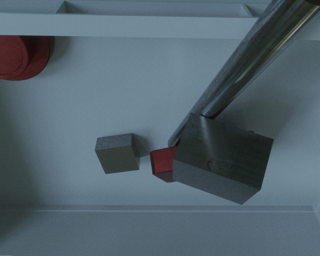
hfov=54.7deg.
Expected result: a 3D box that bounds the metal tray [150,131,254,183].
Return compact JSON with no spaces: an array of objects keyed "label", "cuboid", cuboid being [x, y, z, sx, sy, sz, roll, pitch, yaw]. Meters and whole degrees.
[{"label":"metal tray","cuboid":[0.061,0.042,0.415,0.131,0.030,0.090,-12,161,10]}]

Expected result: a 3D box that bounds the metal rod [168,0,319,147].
[{"label":"metal rod","cuboid":[0.050,-0.024,0.292,0.025,0.025,0.299,9,160,-8]}]

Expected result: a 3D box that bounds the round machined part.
[{"label":"round machined part","cuboid":[-0.164,-0.090,0.319,0.099,0.042,0.097,0,131,0]}]

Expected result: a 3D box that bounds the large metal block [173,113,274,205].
[{"label":"large metal block","cuboid":[0.060,0.035,0.319,0.080,0.050,0.080,19,159,10]}]

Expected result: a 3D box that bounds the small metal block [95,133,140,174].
[{"label":"small metal block","cuboid":[-0.059,0.037,0.440,0.050,0.025,0.050,-8,130,6]}]
